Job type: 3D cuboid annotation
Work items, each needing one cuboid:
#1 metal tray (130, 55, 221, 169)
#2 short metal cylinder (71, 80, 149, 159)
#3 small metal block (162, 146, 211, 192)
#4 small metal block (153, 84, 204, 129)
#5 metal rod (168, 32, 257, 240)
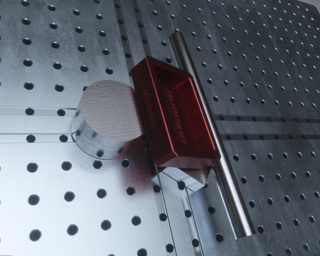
[{"bbox_3d":[0.019,-0.017,0.376,0.091,0.030,0.130,11,55,-46],"label":"metal tray"},{"bbox_3d":[-0.059,-0.009,0.366,0.081,0.050,0.080,14,56,-21],"label":"short metal cylinder"},{"bbox_3d":[0.038,0.046,0.401,0.050,0.025,0.050,34,51,-7],"label":"small metal block"},{"bbox_3d":[0.027,-0.031,0.444,0.050,0.025,0.050,-16,70,-35],"label":"small metal block"},{"bbox_3d":[0.061,-0.007,0.415,0.025,0.025,0.299,-1,62,-29],"label":"metal rod"}]
